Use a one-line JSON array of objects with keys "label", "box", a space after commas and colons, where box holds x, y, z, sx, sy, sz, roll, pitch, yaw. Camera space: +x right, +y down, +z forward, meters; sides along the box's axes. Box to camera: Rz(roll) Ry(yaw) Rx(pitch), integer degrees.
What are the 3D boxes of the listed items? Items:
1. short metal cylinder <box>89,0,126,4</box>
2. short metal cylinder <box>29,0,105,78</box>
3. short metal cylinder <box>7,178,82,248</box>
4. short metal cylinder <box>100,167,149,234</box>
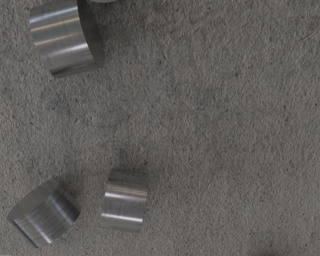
[{"label": "short metal cylinder", "box": [-0.060, -0.176, 0.331, 0.081, 0.050, 0.079, 0, 110, -1]}, {"label": "short metal cylinder", "box": [-0.099, -0.100, 0.343, 0.050, 0.080, 0.080, -13, 110, 5]}, {"label": "short metal cylinder", "box": [-0.156, 0.114, 0.421, 0.080, 0.080, 0.050, -29, 108, 10]}, {"label": "short metal cylinder", "box": [-0.046, 0.096, 0.415, 0.050, 0.080, 0.079, 10, 110, -4]}]
